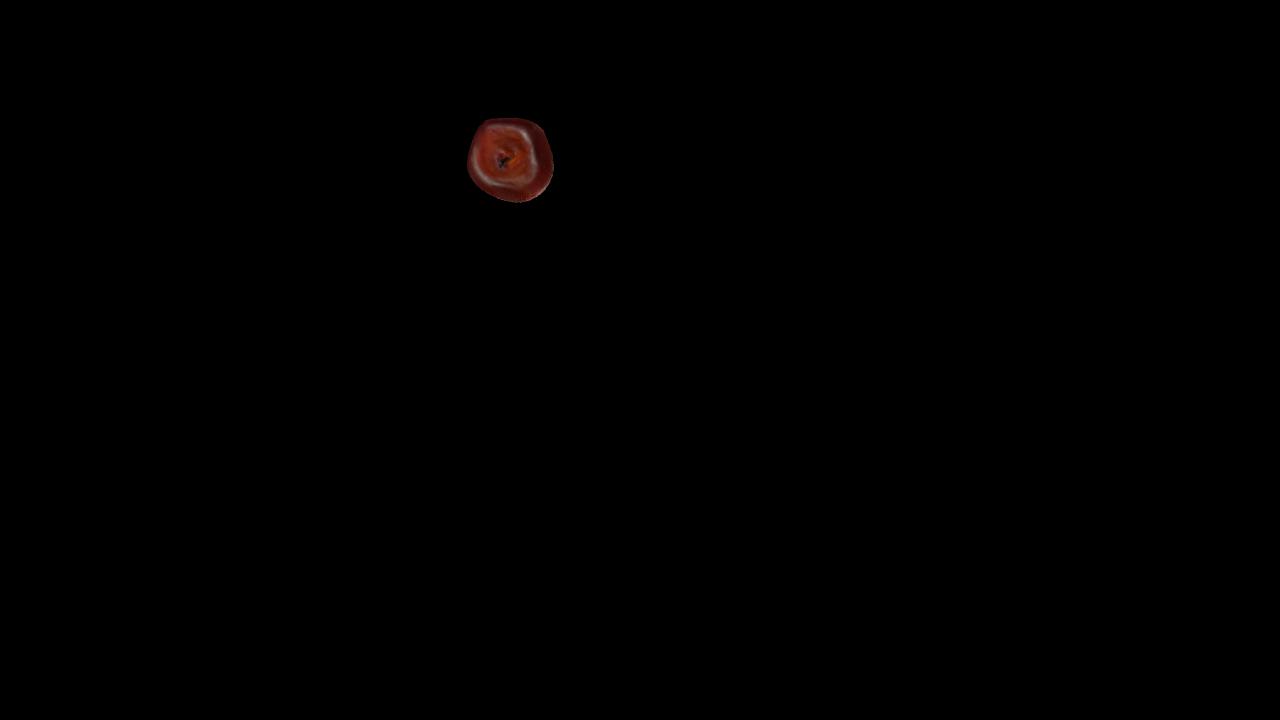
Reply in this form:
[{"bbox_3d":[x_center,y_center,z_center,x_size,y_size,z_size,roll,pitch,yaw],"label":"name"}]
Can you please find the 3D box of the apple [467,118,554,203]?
[{"bbox_3d":[-0.118,-0.183,0.568,0.079,0.079,0.093,0,16,1],"label":"apple"}]
